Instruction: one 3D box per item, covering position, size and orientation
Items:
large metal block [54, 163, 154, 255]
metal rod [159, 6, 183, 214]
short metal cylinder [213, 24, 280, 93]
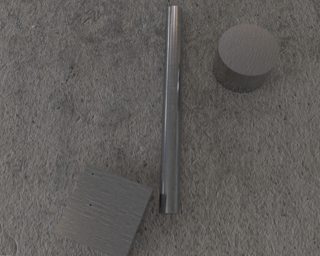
[{"bbox_3d":[-0.060,0.097,0.359,0.080,0.050,0.080,20,71,7],"label":"large metal block"},{"bbox_3d":[0.016,-0.038,0.421,0.025,0.025,0.299,2,70,1],"label":"metal rod"},{"bbox_3d":[0.117,-0.096,0.431,0.081,0.050,0.080,0,70,0],"label":"short metal cylinder"}]
